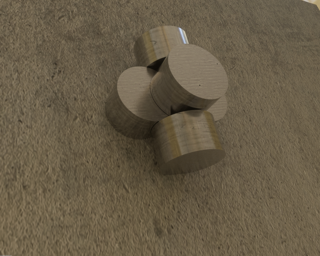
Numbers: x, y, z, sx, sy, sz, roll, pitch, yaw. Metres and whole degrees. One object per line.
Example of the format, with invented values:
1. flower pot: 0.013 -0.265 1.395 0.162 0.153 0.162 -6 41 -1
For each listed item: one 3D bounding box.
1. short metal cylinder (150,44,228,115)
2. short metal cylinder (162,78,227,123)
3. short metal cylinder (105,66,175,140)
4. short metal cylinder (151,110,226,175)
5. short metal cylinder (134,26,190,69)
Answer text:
1. short metal cylinder: 0.035 -0.055 0.378 0.081 0.050 0.080 14 56 -21
2. short metal cylinder: 0.046 -0.032 0.435 0.081 0.050 0.080 14 56 -21
3. short metal cylinder: -0.024 -0.031 0.396 0.081 0.050 0.080 14 56 -21
4. short metal cylinder: 0.034 0.020 0.378 0.081 0.080 0.050 0 62 -29
5. short metal cylinder: 0.007 -0.096 0.434 0.081 0.080 0.050 0 62 -29
